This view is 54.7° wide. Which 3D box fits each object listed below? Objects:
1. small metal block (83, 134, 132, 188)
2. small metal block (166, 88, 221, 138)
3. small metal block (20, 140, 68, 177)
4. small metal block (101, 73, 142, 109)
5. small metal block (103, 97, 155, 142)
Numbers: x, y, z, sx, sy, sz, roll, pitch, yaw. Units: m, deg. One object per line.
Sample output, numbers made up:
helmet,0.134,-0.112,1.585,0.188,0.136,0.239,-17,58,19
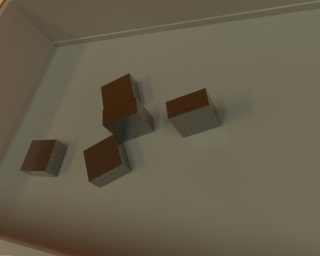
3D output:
small metal block,-0.071,0.044,0.414,0.050,0.025,0.050,-29,53,10
small metal block,0.041,-0.017,0.377,0.050,0.050,0.025,-19,55,17
small metal block,-0.175,0.046,0.467,0.050,0.025,0.050,-2,61,26
small metal block,-0.058,-0.047,0.463,0.050,0.025,0.050,-24,53,13
small metal block,-0.042,-0.010,0.416,0.050,0.050,0.025,-19,54,16
